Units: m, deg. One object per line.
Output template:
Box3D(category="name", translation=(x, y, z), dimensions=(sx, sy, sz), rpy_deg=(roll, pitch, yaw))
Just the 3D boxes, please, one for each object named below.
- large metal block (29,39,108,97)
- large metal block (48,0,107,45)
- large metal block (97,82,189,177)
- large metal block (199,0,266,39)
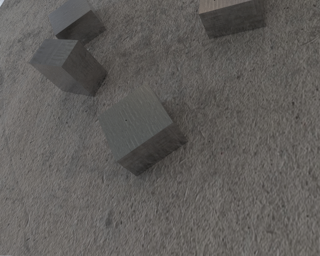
Box3D(category="large metal block", translation=(-0.148, -0.098, 0.507), dimensions=(0.080, 0.080, 0.050), rpy_deg=(13, 69, 33))
Box3D(category="large metal block", translation=(-0.160, -0.204, 0.598), dimensions=(0.080, 0.050, 0.080), rpy_deg=(-33, 51, 6))
Box3D(category="large metal block", translation=(-0.023, 0.001, 0.400), dimensions=(0.080, 0.050, 0.080), rpy_deg=(-35, 51, 5))
Box3D(category="large metal block", translation=(0.105, -0.183, 0.445), dimensions=(0.080, 0.050, 0.080), rpy_deg=(-6, 59, 25))
